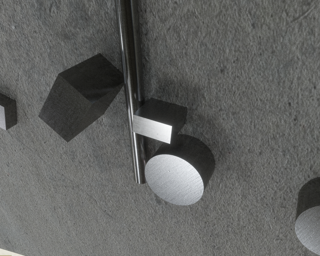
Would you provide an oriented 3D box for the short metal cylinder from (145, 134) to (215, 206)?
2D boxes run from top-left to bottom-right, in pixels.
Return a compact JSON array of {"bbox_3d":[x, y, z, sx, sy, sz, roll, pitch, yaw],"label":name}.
[{"bbox_3d":[0.027,0.055,0.411,0.080,0.050,0.079,13,124,21],"label":"short metal cylinder"}]

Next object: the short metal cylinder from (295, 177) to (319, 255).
[{"bbox_3d":[0.198,0.101,0.349,0.080,0.050,0.079,13,124,21],"label":"short metal cylinder"}]

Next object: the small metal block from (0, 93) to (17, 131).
[{"bbox_3d":[-0.276,-0.031,0.533,0.050,0.025,0.050,26,128,12],"label":"small metal block"}]

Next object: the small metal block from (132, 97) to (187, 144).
[{"bbox_3d":[0.000,-0.011,0.384,0.050,0.050,0.025,17,125,18],"label":"small metal block"}]

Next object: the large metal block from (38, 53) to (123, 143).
[{"bbox_3d":[-0.098,-0.040,0.398,0.050,0.080,0.080,42,129,-1],"label":"large metal block"}]

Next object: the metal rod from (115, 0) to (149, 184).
[{"bbox_3d":[-0.033,-0.052,0.391,0.025,0.025,0.298,11,123,22],"label":"metal rod"}]
